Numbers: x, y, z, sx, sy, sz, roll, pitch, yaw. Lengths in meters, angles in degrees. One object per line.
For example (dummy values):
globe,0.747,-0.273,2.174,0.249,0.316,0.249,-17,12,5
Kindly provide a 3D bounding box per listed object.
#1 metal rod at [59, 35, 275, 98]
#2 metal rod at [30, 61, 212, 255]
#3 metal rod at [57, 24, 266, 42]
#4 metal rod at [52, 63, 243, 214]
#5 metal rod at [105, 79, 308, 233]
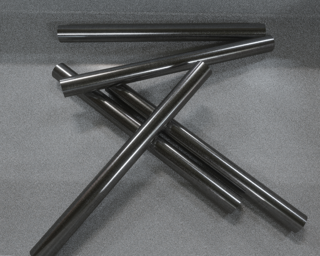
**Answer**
metal rod,0.019,-0.088,0.425,0.302,0.025,0.025,-15,71,-12
metal rod,-0.041,0.035,0.374,0.025,0.025,0.300,39,82,12
metal rod,0.003,-0.141,0.460,0.302,0.025,0.025,-1,70,-1
metal rod,-0.025,0.007,0.406,0.300,0.025,0.025,37,74,12
metal rod,0.050,0.027,0.400,0.300,0.025,0.025,37,74,12
